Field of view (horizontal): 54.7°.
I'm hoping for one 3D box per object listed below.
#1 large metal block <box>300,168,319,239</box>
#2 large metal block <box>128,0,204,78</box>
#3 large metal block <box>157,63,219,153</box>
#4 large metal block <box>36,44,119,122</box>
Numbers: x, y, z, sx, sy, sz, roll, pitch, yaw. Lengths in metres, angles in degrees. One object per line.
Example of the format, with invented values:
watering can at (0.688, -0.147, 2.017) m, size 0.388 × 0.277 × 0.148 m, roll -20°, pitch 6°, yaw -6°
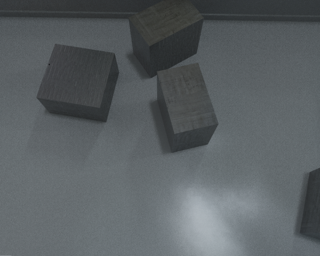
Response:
large metal block at (0.222, 0.096, 0.364) m, size 0.080 × 0.050 × 0.080 m, roll 17°, pitch 71°, yaw 6°
large metal block at (0.008, -0.125, 0.426) m, size 0.080 × 0.080 × 0.050 m, roll -31°, pitch 73°, yaw -11°
large metal block at (0.030, -0.022, 0.389) m, size 0.050 × 0.080 × 0.080 m, roll -13°, pitch 71°, yaw -5°
large metal block at (-0.106, -0.060, 0.417) m, size 0.080 × 0.050 × 0.080 m, roll 10°, pitch 70°, yaw 3°
